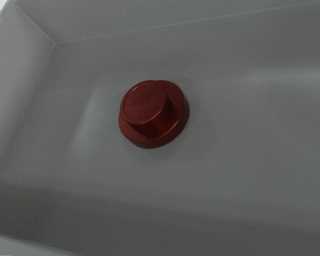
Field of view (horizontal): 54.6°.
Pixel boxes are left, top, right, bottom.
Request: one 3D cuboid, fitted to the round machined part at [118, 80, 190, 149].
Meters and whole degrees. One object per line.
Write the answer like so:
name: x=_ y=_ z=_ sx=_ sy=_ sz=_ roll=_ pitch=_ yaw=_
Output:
round machined part: x=-0.014 y=-0.025 z=0.414 sx=0.098 sy=0.042 sz=0.098 roll=-13 pitch=56 yaw=21
